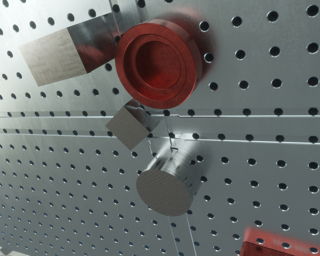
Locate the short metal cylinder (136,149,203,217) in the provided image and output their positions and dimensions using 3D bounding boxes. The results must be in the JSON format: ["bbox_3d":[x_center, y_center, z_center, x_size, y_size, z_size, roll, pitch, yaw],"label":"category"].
[{"bbox_3d":[0.014,0.076,0.435,0.080,0.050,0.079,13,124,21],"label":"short metal cylinder"}]

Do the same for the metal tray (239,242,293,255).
[{"bbox_3d":[0.181,0.226,0.452,0.130,0.030,0.089,10,123,22],"label":"metal tray"}]

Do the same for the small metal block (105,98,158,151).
[{"bbox_3d":[-0.040,-0.004,0.430,0.050,0.025,0.050,45,129,-4],"label":"small metal block"}]

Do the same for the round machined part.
[{"bbox_3d":[0.002,-0.074,0.354,0.098,0.042,0.097,13,124,21],"label":"round machined part"}]

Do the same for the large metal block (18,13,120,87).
[{"bbox_3d":[-0.103,-0.094,0.372,0.080,0.080,0.050,-7,115,31],"label":"large metal block"}]
